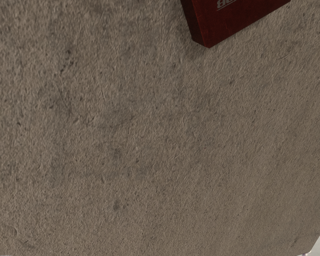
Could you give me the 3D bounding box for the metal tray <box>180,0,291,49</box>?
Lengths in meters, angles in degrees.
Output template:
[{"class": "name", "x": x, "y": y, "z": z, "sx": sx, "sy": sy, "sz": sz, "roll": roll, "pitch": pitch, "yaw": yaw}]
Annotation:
[{"class": "metal tray", "x": 0.088, "y": -0.162, "z": 0.353, "sx": 0.131, "sy": 0.030, "sz": 0.090, "roll": -32, "pitch": 129, "yaw": -8}]
